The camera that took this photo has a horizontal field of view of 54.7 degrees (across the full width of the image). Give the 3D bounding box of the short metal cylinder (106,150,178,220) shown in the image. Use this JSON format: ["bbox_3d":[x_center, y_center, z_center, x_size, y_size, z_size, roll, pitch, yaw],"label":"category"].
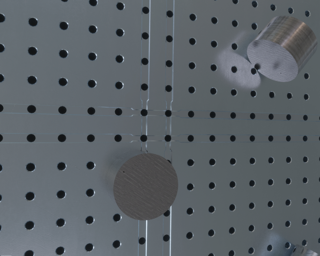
[{"bbox_3d":[-0.024,0.070,0.390,0.081,0.050,0.079,0,90,-20],"label":"short metal cylinder"}]

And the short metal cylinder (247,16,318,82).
[{"bbox_3d":[0.175,-0.113,0.448,0.080,0.080,0.050,44,76,-15],"label":"short metal cylinder"}]

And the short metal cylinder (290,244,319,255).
[{"bbox_3d":[0.234,0.223,0.470,0.080,0.080,0.050,38,78,-16],"label":"short metal cylinder"}]
